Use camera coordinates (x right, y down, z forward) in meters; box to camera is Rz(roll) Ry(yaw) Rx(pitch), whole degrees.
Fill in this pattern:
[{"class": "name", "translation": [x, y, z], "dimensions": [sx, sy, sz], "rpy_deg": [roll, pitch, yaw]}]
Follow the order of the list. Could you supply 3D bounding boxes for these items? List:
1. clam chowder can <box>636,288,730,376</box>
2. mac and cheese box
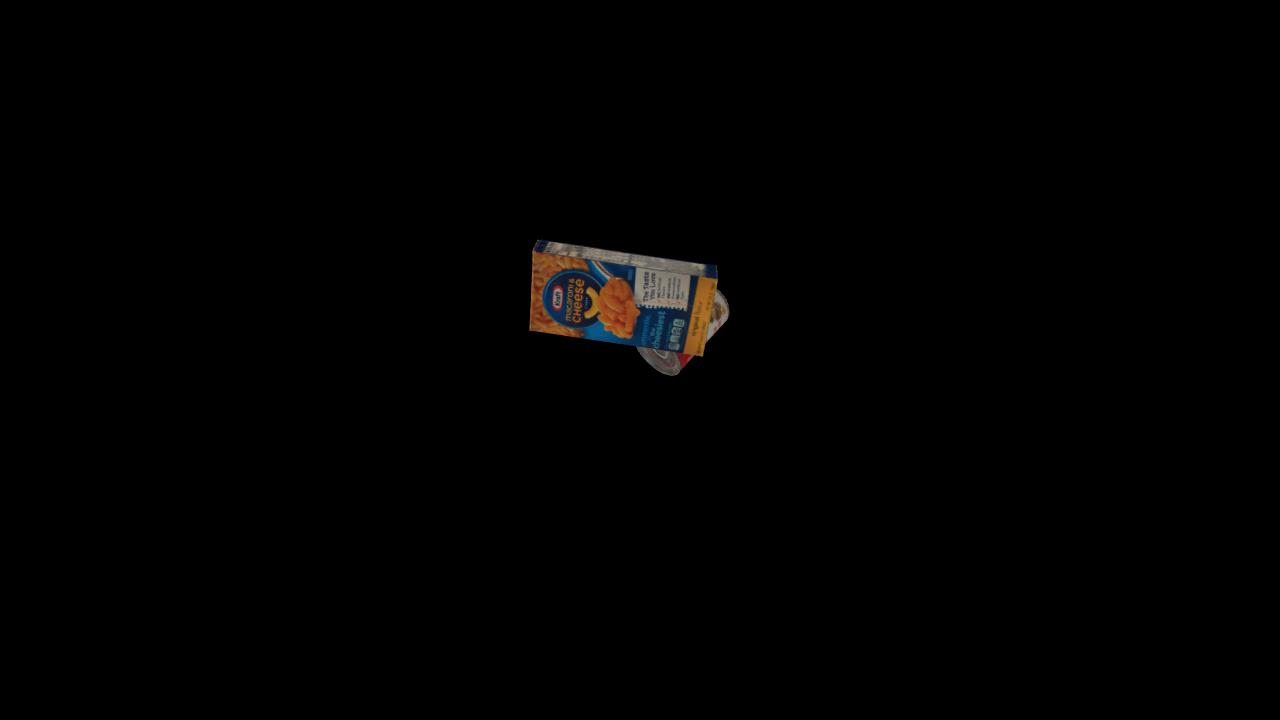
[{"class": "clam chowder can", "translation": [0.051, -0.040, 0.726], "dimensions": [0.102, 0.068, 0.068], "rpy_deg": [-46, 24, -25]}, {"class": "mac and cheese box", "translation": [-0.018, -0.063, 0.630], "dimensions": [0.184, 0.093, 0.041], "rpy_deg": [8, 33, 0]}]
